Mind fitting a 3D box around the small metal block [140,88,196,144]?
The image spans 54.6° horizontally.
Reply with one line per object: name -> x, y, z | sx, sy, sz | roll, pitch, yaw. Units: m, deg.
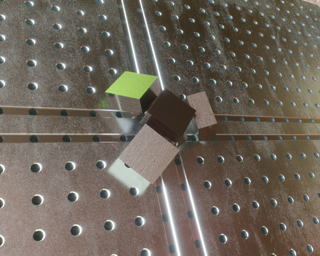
small metal block -> 0.011, -0.015, 0.390 | 0.050, 0.025, 0.050 | 36, 51, -5

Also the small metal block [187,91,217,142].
small metal block -> 0.058, -0.015, 0.428 | 0.025, 0.050, 0.050 | -17, 67, 0

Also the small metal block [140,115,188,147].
small metal block -> 0.004, -0.003, 0.412 | 0.050, 0.025, 0.050 | 1, 64, -27

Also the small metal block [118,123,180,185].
small metal block -> -0.013, 0.030, 0.366 | 0.050, 0.025, 0.050 | 38, 88, -2

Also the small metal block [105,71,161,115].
small metal block -> -0.034, -0.047, 0.402 | 0.050, 0.025, 0.050 | 14, 47, 24
